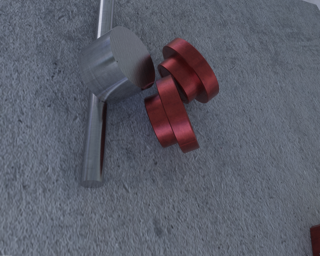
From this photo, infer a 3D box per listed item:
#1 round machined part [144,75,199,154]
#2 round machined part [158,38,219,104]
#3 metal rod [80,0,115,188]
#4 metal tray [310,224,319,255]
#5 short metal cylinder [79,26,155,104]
[{"bbox_3d":[0.012,-0.013,0.386,0.042,0.098,0.098,-21,68,6],"label":"round machined part"},{"bbox_3d":[0.034,-0.072,0.431,0.042,0.098,0.098,-39,83,-7],"label":"round machined part"},{"bbox_3d":[-0.078,-0.069,0.405,0.025,0.025,0.299,12,57,-22],"label":"metal rod"},{"bbox_3d":[0.254,0.204,0.415,0.091,0.030,0.130,23,53,-15],"label":"metal tray"},{"bbox_3d":[-0.050,-0.075,0.376,0.080,0.050,0.080,36,43,-42],"label":"short metal cylinder"}]
